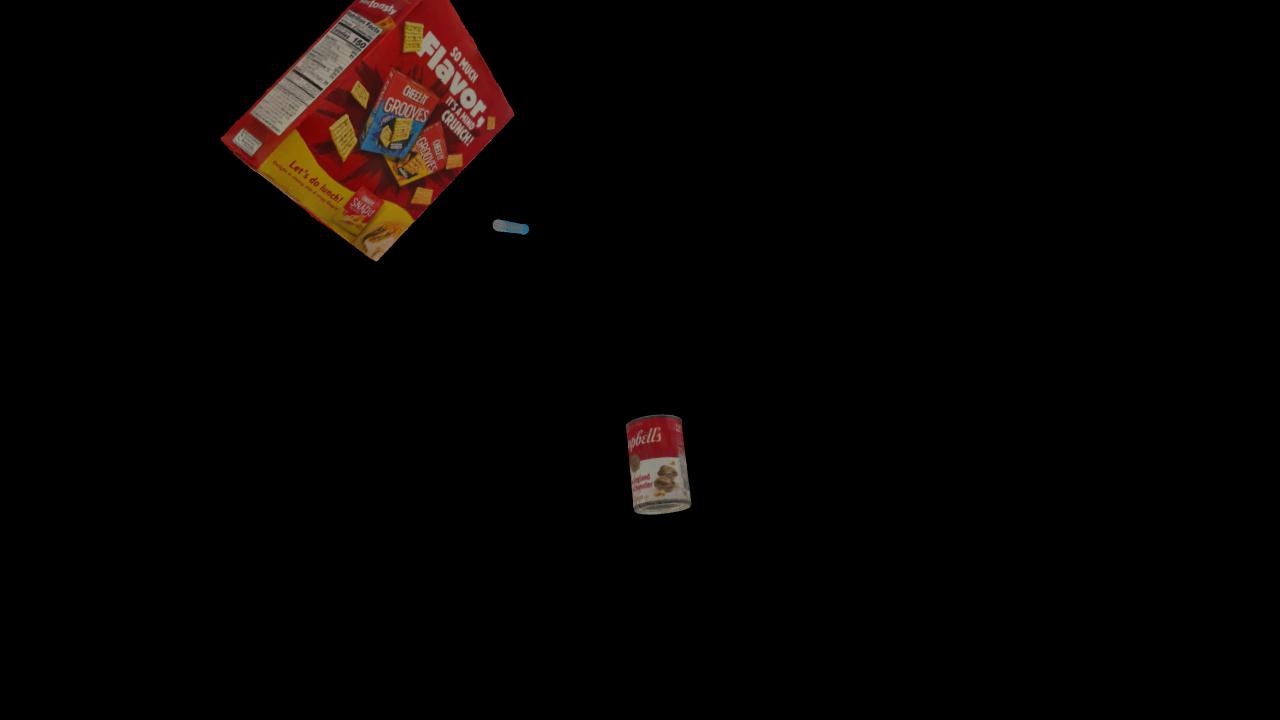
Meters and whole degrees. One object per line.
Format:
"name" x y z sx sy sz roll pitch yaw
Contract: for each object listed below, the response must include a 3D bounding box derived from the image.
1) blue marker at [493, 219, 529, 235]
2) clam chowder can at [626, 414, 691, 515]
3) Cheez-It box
"blue marker" -0.215 -0.223 1.035 0.020 0.020 0.121 0 9 10
"clam chowder can" 0.021 0.122 0.712 0.068 0.102 0.068 -5 -23 -2
"Cheez-It box" -0.242 -0.225 0.585 0.071 0.223 0.166 37 -7 20
